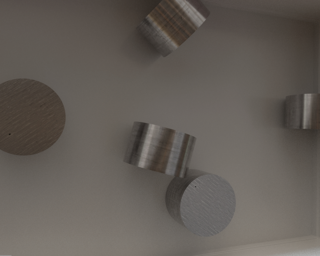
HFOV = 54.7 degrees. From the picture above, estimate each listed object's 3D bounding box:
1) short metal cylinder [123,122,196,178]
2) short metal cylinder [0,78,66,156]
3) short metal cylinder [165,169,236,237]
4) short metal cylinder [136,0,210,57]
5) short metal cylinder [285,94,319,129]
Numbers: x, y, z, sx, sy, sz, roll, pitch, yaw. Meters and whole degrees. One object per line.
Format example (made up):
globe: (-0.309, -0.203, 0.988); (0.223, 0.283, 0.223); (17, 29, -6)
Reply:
short metal cylinder: (0.000, 0.027, 0.382); (0.081, 0.080, 0.050); (17, 85, -20)
short metal cylinder: (-0.148, -0.012, 0.343); (0.081, 0.050, 0.079); (0, 90, -21)
short metal cylinder: (0.054, 0.099, 0.419); (0.081, 0.050, 0.079); (0, 90, -21)
short metal cylinder: (0.016, -0.135, 0.388); (0.050, 0.080, 0.080); (44, 76, -15)
short metal cylinder: (0.233, -0.023, 0.470); (0.081, 0.080, 0.050); (2, 90, -20)
